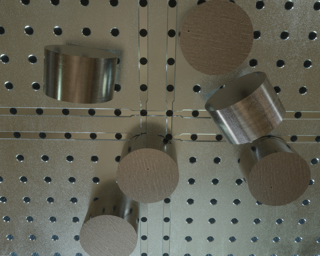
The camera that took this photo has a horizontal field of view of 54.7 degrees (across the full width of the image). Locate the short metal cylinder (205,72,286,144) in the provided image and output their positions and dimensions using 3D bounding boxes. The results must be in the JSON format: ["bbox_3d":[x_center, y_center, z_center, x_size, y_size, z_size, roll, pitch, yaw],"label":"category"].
[{"bbox_3d":[0.102,-0.025,0.376,0.080,0.080,0.050,-32,107,11],"label":"short metal cylinder"}]

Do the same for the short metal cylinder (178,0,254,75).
[{"bbox_3d":[0.062,-0.106,0.361,0.081,0.050,0.079,0,110,0],"label":"short metal cylinder"}]

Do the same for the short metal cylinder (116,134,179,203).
[{"bbox_3d":[-0.016,0.054,0.420,0.081,0.050,0.079,0,110,-1],"label":"short metal cylinder"}]

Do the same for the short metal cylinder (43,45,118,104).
[{"bbox_3d":[-0.092,-0.064,0.359,0.081,0.080,0.050,8,110,-3],"label":"short metal cylinder"}]

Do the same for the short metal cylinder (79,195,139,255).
[{"bbox_3d":[-0.072,0.145,0.453,0.081,0.050,0.079,0,110,0],"label":"short metal cylinder"}]

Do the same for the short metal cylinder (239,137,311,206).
[{"bbox_3d":[0.154,0.058,0.423,0.081,0.050,0.079,0,110,0],"label":"short metal cylinder"}]
